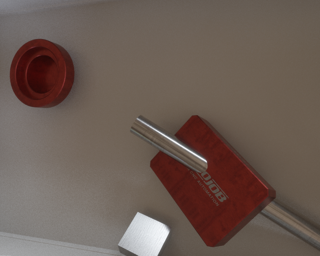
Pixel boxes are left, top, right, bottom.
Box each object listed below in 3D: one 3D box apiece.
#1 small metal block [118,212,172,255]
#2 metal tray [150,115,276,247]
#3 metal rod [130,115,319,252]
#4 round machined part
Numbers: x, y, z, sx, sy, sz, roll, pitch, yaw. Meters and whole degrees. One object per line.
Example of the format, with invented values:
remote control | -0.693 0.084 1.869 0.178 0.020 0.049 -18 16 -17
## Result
small metal block | -0.018 0.145 0.401 0.050 0.050 0.025 20 141 18
metal tray | 0.056 0.058 0.364 0.090 0.030 0.130 -48 55 13
metal rod | 0.097 0.073 0.355 0.301 0.025 0.025 32 100 9
round machined part | -0.168 -0.078 0.459 0.098 0.042 0.097 0 90 19
